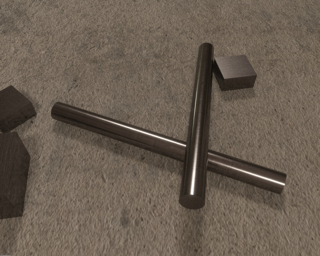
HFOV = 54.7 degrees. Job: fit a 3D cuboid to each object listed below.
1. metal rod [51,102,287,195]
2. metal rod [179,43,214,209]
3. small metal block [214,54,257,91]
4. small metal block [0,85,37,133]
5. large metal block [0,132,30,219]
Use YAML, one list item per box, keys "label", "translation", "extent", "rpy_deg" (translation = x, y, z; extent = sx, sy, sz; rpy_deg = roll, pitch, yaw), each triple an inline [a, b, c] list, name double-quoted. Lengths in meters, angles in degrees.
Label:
- label: "metal rod"
  translation: [-0.001, 0.020, 0.386]
  extent: [0.301, 0.025, 0.025]
  rpy_deg: [17, 52, 13]
- label: "metal rod"
  translation: [0.054, -0.030, 0.405]
  extent: [0.025, 0.025, 0.300]
  rpy_deg: [7, 43, 6]
- label: "small metal block"
  translation: [0.113, -0.085, 0.476]
  extent: [0.050, 0.025, 0.050]
  rpy_deg: [-8, 51, -7]
- label: "small metal block"
  translation: [-0.208, -0.026, 0.422]
  extent: [0.050, 0.025, 0.050]
  rpy_deg: [35, 58, 25]
- label: "large metal block"
  translation: [-0.196, 0.055, 0.339]
  extent: [0.081, 0.050, 0.080]
  rpy_deg: [-7, 50, -6]
